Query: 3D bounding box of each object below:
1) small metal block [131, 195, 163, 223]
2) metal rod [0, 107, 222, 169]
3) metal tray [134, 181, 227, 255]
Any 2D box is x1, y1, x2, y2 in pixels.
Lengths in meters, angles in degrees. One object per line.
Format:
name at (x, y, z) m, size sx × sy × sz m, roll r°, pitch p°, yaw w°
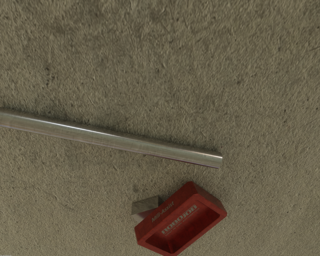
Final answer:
small metal block at (-0.014, 0.145, 0.531) m, size 0.050 × 0.025 × 0.050 m, roll -21°, pitch 127°, yaw 16°
metal rod at (-0.060, 0.016, 0.419) m, size 0.302 × 0.025 × 0.025 m, roll 12°, pitch 129°, yaw -11°
metal tray at (0.034, 0.154, 0.510) m, size 0.130 × 0.030 × 0.090 m, roll -43°, pitch 124°, yaw 12°
